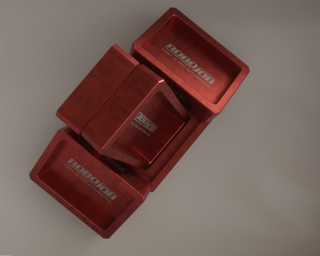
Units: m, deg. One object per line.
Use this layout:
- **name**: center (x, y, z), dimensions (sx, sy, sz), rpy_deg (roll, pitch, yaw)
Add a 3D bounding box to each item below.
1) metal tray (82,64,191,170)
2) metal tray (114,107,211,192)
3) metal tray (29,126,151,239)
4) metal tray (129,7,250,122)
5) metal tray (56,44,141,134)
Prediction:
- **metal tray**: center (-0.018, -0.004, 0.345), dimensions (0.030, 0.130, 0.090), rpy_deg (40, 90, 23)
- **metal tray**: center (-0.006, 0.006, 0.407), dimensions (0.090, 0.030, 0.130), rpy_deg (39, 90, -1)
- **metal tray**: center (-0.088, 0.067, 0.389), dimensions (0.130, 0.030, 0.090), rpy_deg (40, 114, -1)
- **metal tray**: center (0.038, -0.081, 0.390), dimensions (0.130, 0.030, 0.090), rpy_deg (39, 64, 0)
- **metal tray**: center (-0.059, -0.037, 0.355), dimensions (0.030, 0.130, 0.090), rpy_deg (40, 90, 0)
